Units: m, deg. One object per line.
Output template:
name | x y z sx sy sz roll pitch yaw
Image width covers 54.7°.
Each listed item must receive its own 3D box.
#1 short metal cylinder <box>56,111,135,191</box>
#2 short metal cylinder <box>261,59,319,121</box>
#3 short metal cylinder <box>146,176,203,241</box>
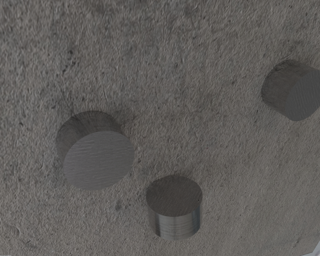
short metal cylinder | -0.077 0.026 0.365 0.081 0.050 0.079 -14 124 -21
short metal cylinder | 0.202 -0.057 0.465 0.081 0.050 0.079 -14 124 -21
short metal cylinder | 0.022 0.116 0.454 0.081 0.080 0.050 -17 125 -19
